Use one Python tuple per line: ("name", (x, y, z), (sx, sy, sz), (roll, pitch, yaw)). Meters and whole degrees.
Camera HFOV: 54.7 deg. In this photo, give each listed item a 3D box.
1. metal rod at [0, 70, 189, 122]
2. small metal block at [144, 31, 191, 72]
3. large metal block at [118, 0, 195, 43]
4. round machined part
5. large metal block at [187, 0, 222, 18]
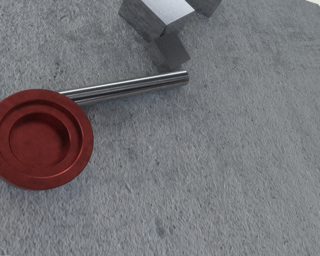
("metal rod", (-0.084, -0.041, 0.383), (0.302, 0.025, 0.025), (-17, 71, -35))
("small metal block", (0.012, -0.114, 0.472), (0.050, 0.025, 0.050), (-36, 98, -38))
("large metal block", (-0.005, -0.188, 0.499), (0.080, 0.050, 0.080), (46, 51, 4))
("round machined part", (-0.121, 0.014, 0.310), (0.099, 0.042, 0.098), (9, 72, -29))
("large metal block", (0.074, -0.270, 0.593), (0.080, 0.050, 0.080), (20, 54, -17))
